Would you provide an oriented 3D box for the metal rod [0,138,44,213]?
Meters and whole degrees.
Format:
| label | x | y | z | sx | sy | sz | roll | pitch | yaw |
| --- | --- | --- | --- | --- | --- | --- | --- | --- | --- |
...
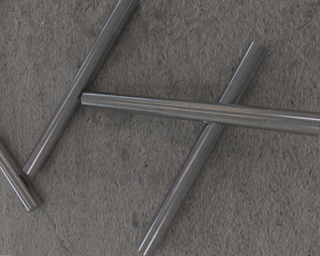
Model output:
| label | x | y | z | sx | sy | sz | roll | pitch | yaw |
| --- | --- | --- | --- | --- | --- | --- | --- | --- | --- |
| metal rod | -0.284 | 0.009 | 0.509 | 0.025 | 0.025 | 0.300 | -43 | 77 | 15 |

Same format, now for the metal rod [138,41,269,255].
| label | x | y | z | sx | sy | sz | roll | pitch | yaw |
| --- | --- | --- | --- | --- | --- | --- | --- | --- | --- |
| metal rod | 0.049 | 0.034 | 0.391 | 0.025 | 0.025 | 0.299 | 30 | 100 | 17 |

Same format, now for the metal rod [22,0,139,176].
| label | x | y | z | sx | sy | sz | roll | pitch | yaw |
| --- | --- | --- | --- | --- | --- | --- | --- | --- | --- |
| metal rod | -0.120 | -0.056 | 0.451 | 0.025 | 0.025 | 0.299 | 37 | 101 | 16 |

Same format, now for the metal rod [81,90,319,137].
| label | x | y | z | sx | sy | sz | roll | pitch | yaw |
| --- | --- | --- | --- | --- | --- | --- | --- | --- | --- |
| metal rod | 0.027 | -0.023 | 0.377 | 0.300 | 0.025 | 0.025 | 8 | 93 | 27 |
